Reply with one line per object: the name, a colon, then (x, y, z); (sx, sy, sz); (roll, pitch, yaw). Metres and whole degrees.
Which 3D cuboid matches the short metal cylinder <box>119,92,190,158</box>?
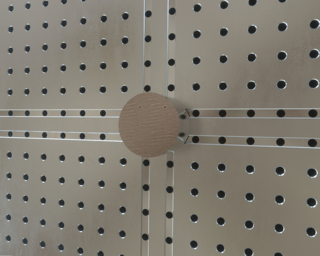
short metal cylinder: (-0.006, -0.004, 0.402); (0.080, 0.050, 0.080); (0, 90, 20)
